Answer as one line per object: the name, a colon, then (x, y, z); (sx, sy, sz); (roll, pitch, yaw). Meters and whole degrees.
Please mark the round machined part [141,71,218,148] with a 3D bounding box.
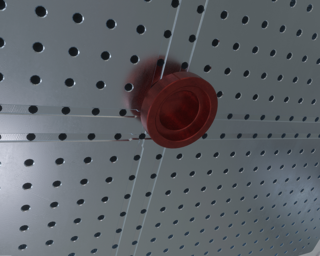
round machined part: (0.021, -0.026, 0.395); (0.099, 0.042, 0.097); (-14, 124, -21)
